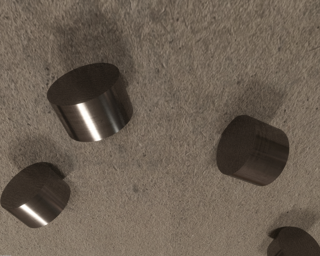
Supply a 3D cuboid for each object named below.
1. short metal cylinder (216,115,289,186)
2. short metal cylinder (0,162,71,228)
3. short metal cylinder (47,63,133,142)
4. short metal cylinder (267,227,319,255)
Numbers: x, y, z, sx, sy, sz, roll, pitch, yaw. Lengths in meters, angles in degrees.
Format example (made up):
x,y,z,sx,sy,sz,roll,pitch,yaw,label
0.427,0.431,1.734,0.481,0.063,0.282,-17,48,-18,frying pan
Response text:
x,y,z,sx,sy,sz,roll,pitch,yaw,label
0.116,0.029,0.398,0.050,0.080,0.079,21,127,-17,short metal cylinder
-0.180,0.097,0.451,0.080,0.080,0.050,-19,128,15,short metal cylinder
-0.076,-0.030,0.345,0.080,0.080,0.050,-10,130,8,short metal cylinder
0.247,0.232,0.572,0.081,0.080,0.050,8,130,-7,short metal cylinder
